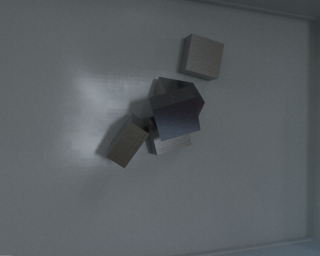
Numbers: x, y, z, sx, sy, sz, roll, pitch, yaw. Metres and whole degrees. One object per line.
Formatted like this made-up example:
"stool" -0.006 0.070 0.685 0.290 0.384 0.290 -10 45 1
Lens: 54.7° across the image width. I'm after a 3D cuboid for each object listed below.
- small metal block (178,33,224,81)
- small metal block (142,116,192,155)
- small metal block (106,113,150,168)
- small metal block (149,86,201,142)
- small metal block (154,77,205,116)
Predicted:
"small metal block" 0.058 -0.097 0.431 0.050 0.025 0.050 11 86 -20
"small metal block" 0.010 0.005 0.414 0.050 0.025 0.050 -16 96 -20
"small metal block" -0.038 0.014 0.374 0.025 0.050 0.050 34 100 -11
"small metal block" 0.018 -0.016 0.371 0.050 0.025 0.050 -16 130 -2
"small metal block" 0.024 -0.040 0.403 0.050 0.050 0.025 7 125 -20
